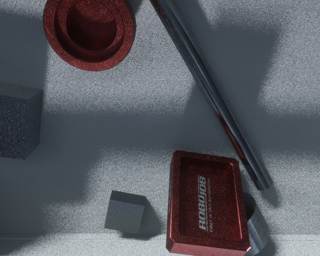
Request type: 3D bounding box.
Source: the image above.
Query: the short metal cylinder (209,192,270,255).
[{"bbox_3d":[0.105,0.135,0.433,0.080,0.080,0.050,-27,108,9],"label":"short metal cylinder"}]

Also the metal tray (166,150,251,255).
[{"bbox_3d":[0.057,0.092,0.390,0.091,0.130,0.030,9,136,-4],"label":"metal tray"}]

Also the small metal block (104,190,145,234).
[{"bbox_3d":[-0.052,0.124,0.456,0.050,0.025,0.050,12,110,-5],"label":"small metal block"}]

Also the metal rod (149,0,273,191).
[{"bbox_3d":[0.072,-0.039,0.397,0.025,0.025,0.299,-30,108,10],"label":"metal rod"}]

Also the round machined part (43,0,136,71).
[{"bbox_3d":[-0.076,-0.118,0.351,0.099,0.042,0.097,1,121,1],"label":"round machined part"}]

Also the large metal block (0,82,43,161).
[{"bbox_3d":[-0.200,-0.012,0.391,0.081,0.050,0.079,10,110,-4],"label":"large metal block"}]
